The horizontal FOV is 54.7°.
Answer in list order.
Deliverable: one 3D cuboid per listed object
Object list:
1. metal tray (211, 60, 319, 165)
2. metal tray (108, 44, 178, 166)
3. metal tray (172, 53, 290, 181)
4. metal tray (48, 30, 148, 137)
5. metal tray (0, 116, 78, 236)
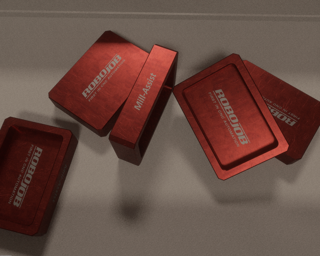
[{"bbox_3d":[0.143,-0.023,0.417,0.130,0.030,0.090,33,73,11],"label":"metal tray"},{"bbox_3d":[-0.016,-0.026,0.384,0.030,0.090,0.130,21,71,7],"label":"metal tray"},{"bbox_3d":[0.085,-0.013,0.381,0.090,0.030,0.130,-28,85,13],"label":"metal tray"},{"bbox_3d":[-0.075,-0.064,0.429,0.090,0.030,0.130,33,73,11],"label":"metal tray"},{"bbox_3d":[-0.167,0.058,0.383,0.090,0.030,0.130,13,70,4],"label":"metal tray"}]
